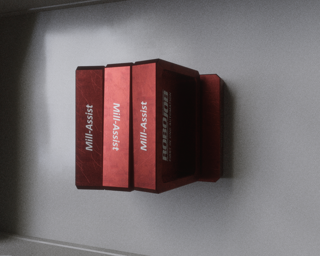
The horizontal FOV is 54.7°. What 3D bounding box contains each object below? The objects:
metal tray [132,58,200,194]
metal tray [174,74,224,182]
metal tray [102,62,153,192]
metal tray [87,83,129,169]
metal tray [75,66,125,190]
[{"bbox_3d":[0.010,-0.002,0.336,0.030,0.091,0.129,0,90,34],"label":"metal tray"},{"bbox_3d":[0.033,0.000,0.394,0.090,0.030,0.129,1,90,20],"label":"metal tray"},{"bbox_3d":[-0.028,0.000,0.351,0.030,0.090,0.129,0,88,20],"label":"metal tray"},{"bbox_3d":[-0.053,-0.002,0.424,0.090,0.030,0.129,1,90,20],"label":"metal tray"},{"bbox_3d":[-0.067,0.000,0.363,0.030,0.090,0.129,0,90,7],"label":"metal tray"}]
